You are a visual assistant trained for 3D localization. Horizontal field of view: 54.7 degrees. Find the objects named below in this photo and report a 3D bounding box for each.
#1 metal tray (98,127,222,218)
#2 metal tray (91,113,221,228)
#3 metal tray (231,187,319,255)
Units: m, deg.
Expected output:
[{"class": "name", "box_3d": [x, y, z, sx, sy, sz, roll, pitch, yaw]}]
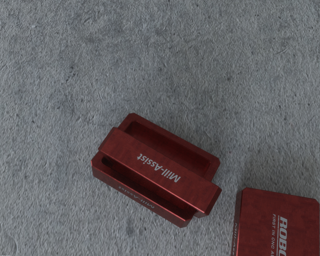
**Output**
[{"class": "metal tray", "box_3d": [-0.001, 0.054, 0.353, 0.130, 0.090, 0.030, 29, 75, 10]}, {"class": "metal tray", "box_3d": [-0.005, 0.047, 0.375, 0.130, 0.030, 0.090, 28, 58, 10]}, {"class": "metal tray", "box_3d": [0.131, 0.141, 0.355, 0.090, 0.030, 0.130, 9, 70, 3]}]
